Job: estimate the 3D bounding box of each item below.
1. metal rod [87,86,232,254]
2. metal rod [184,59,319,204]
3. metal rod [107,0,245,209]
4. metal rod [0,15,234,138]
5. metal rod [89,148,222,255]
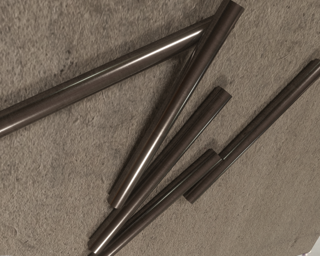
[{"bbox_3d":[-0.004,0.064,0.445,0.025,0.025,0.299,33,99,-39],"label":"metal rod"},{"bbox_3d":[0.149,0.007,0.495,0.300,0.025,0.025,-46,130,4],"label":"metal rod"},{"bbox_3d":[0.008,-0.014,0.384,0.025,0.025,0.298,15,117,-35],"label":"metal rod"},{"bbox_3d":[-0.049,-0.062,0.342,0.302,0.025,0.025,-27,128,-12],"label":"metal rod"},{"bbox_3d":[-0.024,0.140,0.481,0.300,0.025,0.025,-41,130,0],"label":"metal rod"}]
